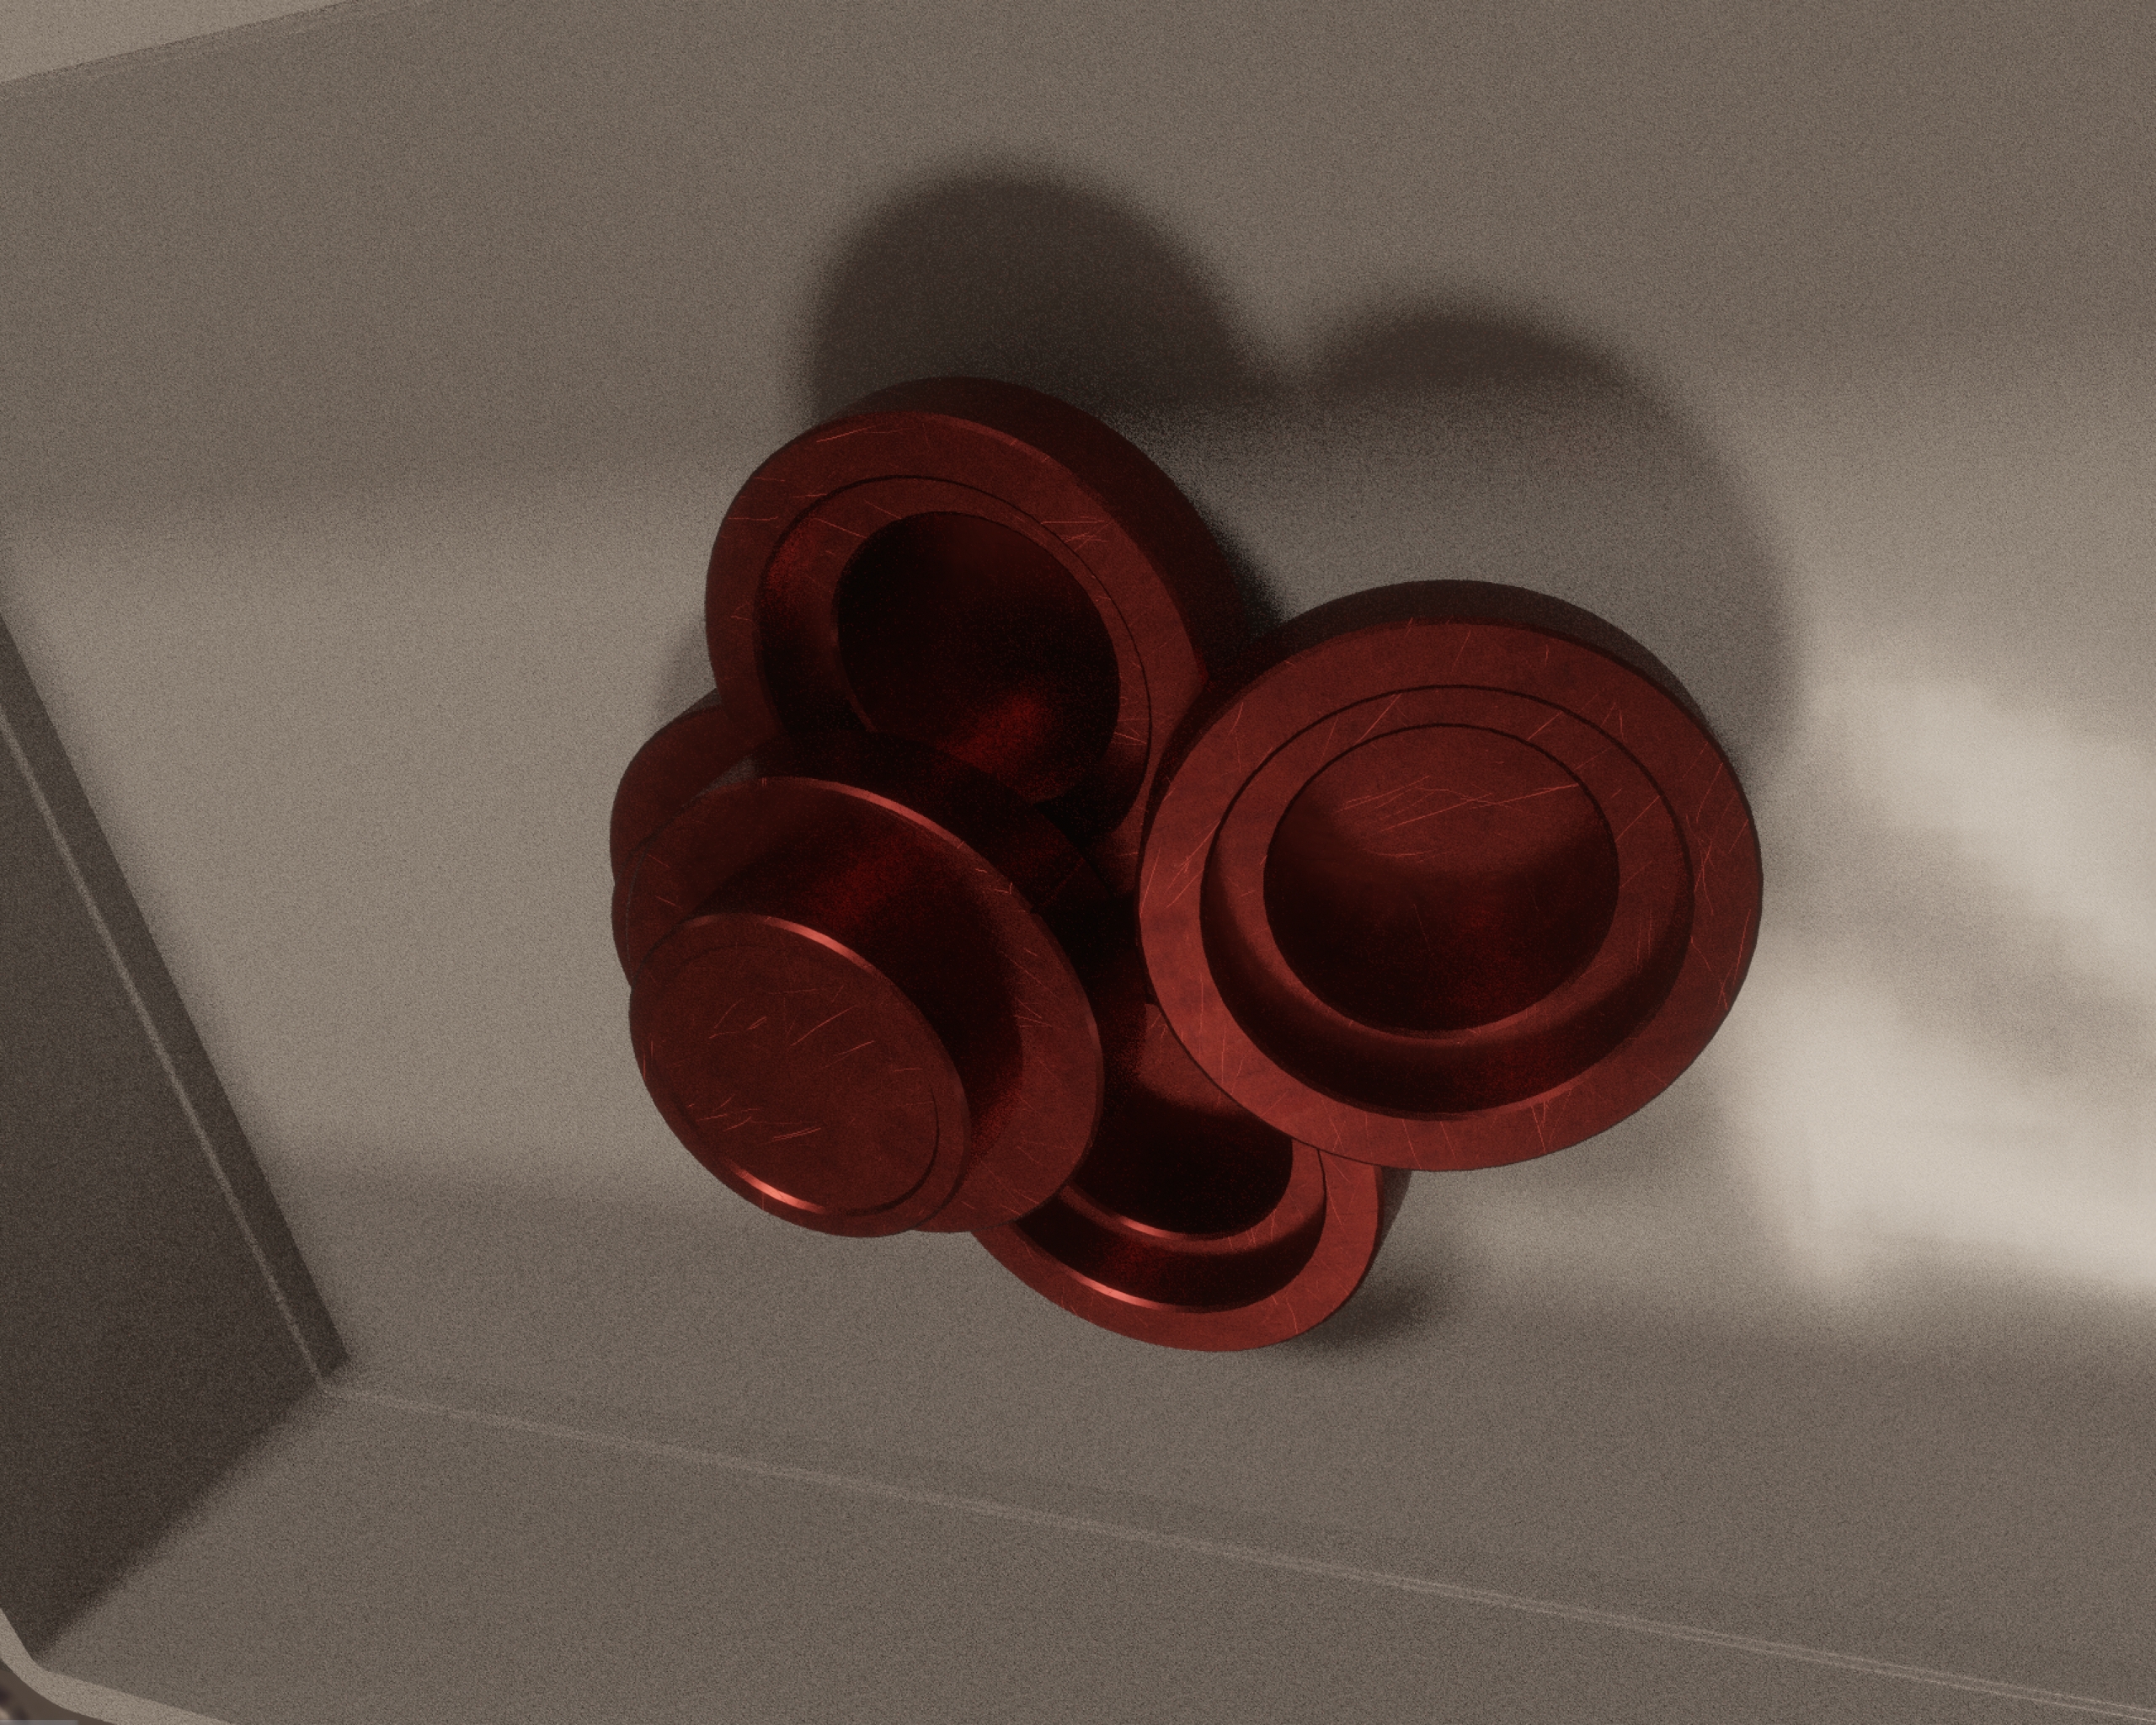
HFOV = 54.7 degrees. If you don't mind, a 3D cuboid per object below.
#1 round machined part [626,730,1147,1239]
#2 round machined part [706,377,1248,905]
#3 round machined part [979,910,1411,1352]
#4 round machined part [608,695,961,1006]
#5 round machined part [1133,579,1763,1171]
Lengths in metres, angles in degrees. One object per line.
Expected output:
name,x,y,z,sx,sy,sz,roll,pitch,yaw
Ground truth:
round machined part,-0.041,0.029,0.377,0.098,0.042,0.097,13,124,20
round machined part,-0.014,-0.040,0.377,0.098,0.042,0.097,13,124,20
round machined part,0.019,0.045,0.412,0.098,0.042,0.097,13,124,20
round machined part,-0.056,0.012,0.428,0.098,0.042,0.097,13,124,20
round machined part,0.060,-0.001,0.349,0.099,0.042,0.097,2,114,4
